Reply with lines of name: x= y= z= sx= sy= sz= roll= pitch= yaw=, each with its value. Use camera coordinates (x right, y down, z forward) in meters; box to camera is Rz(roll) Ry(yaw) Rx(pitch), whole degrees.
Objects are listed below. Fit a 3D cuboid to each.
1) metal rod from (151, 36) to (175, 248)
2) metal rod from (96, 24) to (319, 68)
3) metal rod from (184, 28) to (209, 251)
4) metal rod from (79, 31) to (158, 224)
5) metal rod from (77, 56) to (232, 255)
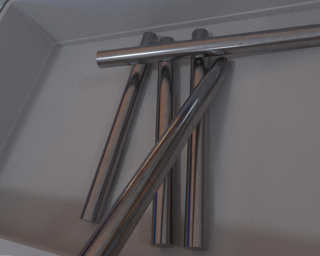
metal rod: x=0.007 y=-0.004 z=0.404 sx=0.025 sy=0.025 sz=0.299 roll=-12 pitch=57 yaw=22
metal rod: x=0.058 y=-0.106 z=0.409 sx=0.301 sy=0.025 sz=0.025 roll=-3 pitch=60 yaw=15
metal rod: x=0.048 y=-0.008 z=0.385 sx=0.025 sy=0.025 sz=0.299 roll=-9 pitch=58 yaw=23
metal rod: x=-0.051 y=-0.017 z=0.442 sx=0.025 sy=0.025 sz=0.300 roll=1 pitch=62 yaw=29
metal rod: x=0.018 y=0.006 z=0.316 sx=0.025 sy=0.025 sz=0.301 roll=5 pitch=40 yaw=30
